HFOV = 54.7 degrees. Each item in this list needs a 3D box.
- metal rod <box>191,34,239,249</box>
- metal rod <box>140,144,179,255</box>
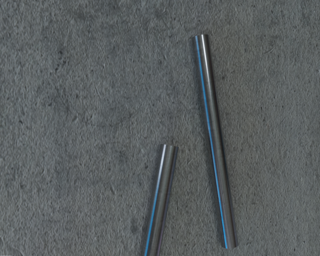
[{"bbox_3d":[0.078,0.021,0.438,0.025,0.025,0.298,-10,94,-20],"label":"metal rod"},{"bbox_3d":[-0.013,0.170,0.404,0.025,0.025,0.298,12,86,-20],"label":"metal rod"}]
